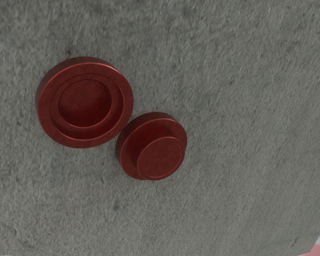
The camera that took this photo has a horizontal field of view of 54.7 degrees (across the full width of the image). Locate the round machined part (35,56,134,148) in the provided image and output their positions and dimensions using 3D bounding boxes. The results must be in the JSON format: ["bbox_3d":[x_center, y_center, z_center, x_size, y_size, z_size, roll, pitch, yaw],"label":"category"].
[{"bbox_3d":[-0.082,-0.030,0.334,0.099,0.042,0.097,-14,125,-21],"label":"round machined part"}]

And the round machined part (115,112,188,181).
[{"bbox_3d":[-0.006,0.031,0.413,0.099,0.042,0.097,-14,125,-21],"label":"round machined part"}]
